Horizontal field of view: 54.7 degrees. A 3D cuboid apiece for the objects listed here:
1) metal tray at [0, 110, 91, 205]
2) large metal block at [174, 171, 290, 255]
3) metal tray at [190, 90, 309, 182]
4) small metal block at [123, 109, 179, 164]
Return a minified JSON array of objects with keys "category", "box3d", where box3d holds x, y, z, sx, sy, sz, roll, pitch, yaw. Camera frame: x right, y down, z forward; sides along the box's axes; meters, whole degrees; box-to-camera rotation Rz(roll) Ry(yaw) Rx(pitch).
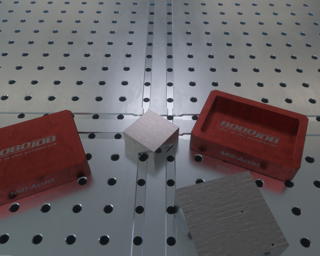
[{"category":"metal tray","box3d":[-0.161,0.034,0.374,0.131,0.030,0.090,-18,52,-15]},{"category":"large metal block","box3d":[0.065,0.098,0.309,0.081,0.050,0.080,-12,51,-10]},{"category":"metal tray","box3d":[0.114,0.006,0.400,0.130,0.030,0.090,19,52,15]},{"category":"small metal block","box3d":[-0.011,0.010,0.399,0.050,0.025,0.050,32,57,24]}]
